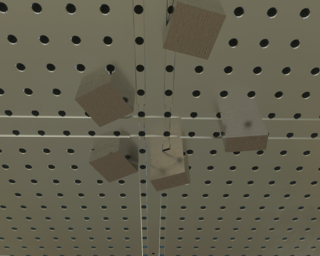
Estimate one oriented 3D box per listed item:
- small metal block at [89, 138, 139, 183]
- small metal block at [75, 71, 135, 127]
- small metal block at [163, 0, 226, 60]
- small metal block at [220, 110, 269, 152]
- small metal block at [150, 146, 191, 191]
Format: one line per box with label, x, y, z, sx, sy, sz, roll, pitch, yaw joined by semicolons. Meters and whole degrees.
small metal block;-0.066;0.048;0.452;0.050;0.025;0.050;-23;127;18
small metal block;-0.067;-0.035;0.381;0.050;0.025;0.050;-23;127;18
small metal block;0.034;-0.105;0.323;0.050;0.025;0.050;12;129;-11
small metal block;0.106;0.003;0.400;0.050;0.050;0.025;-4;130;3
small metal block;0.014;0.058;0.445;0.050;0.050;0.025;-16;128;13
